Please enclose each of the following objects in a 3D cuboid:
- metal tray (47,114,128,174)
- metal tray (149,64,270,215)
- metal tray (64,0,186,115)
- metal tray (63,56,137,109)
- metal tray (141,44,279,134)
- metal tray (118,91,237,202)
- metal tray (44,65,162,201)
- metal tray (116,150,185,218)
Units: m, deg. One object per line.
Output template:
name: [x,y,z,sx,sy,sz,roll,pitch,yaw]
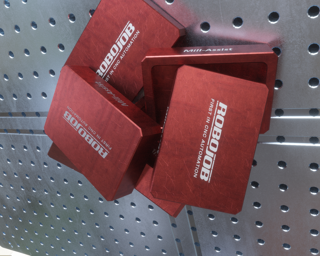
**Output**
metal tray: [-0.105,0.026,0.451,0.090,0.030,0.129,31,142,-12]
metal tray: [0.047,0.012,0.309,0.090,0.030,0.129,13,90,-4]
metal tray: [-0.045,-0.085,0.355,0.090,0.030,0.129,39,115,-1]
metal tray: [-0.089,-0.037,0.432,0.090,0.030,0.129,33,129,6]
metal tray: [0.050,-0.039,0.329,0.131,0.030,0.089,-1,120,6]
metal tray: [0.025,0.013,0.365,0.130,0.090,0.030,38,130,3]
metal tray: [-0.068,0.002,0.331,0.130,0.030,0.089,39,118,27]
metal tray: [-0.010,0.063,0.396,0.090,0.130,0.030,36,87,3]
